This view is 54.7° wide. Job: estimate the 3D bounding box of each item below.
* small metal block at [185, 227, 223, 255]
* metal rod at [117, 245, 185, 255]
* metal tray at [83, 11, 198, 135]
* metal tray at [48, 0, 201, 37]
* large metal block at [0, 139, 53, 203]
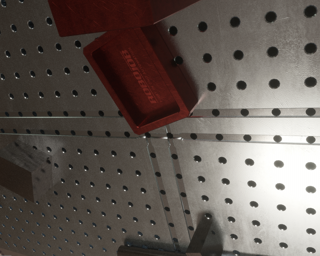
[{"bbox_3d":[0.069,0.190,0.475,0.025,0.050,0.050,-16,110,34],"label":"small metal block"},{"bbox_3d":[0.055,0.227,0.520,0.300,0.025,0.025,-5,116,30],"label":"metal rod"},{"bbox_3d":[-0.024,-0.062,0.380,0.090,0.030,0.130,-21,108,35],"label":"metal tray"},{"bbox_3d":[-0.022,-0.117,0.281,0.090,0.131,0.030,2,119,27],"label":"metal tray"},{"bbox_3d":[-0.249,0.079,0.572,0.080,0.050,0.079,23,127,14],"label":"large metal block"}]
